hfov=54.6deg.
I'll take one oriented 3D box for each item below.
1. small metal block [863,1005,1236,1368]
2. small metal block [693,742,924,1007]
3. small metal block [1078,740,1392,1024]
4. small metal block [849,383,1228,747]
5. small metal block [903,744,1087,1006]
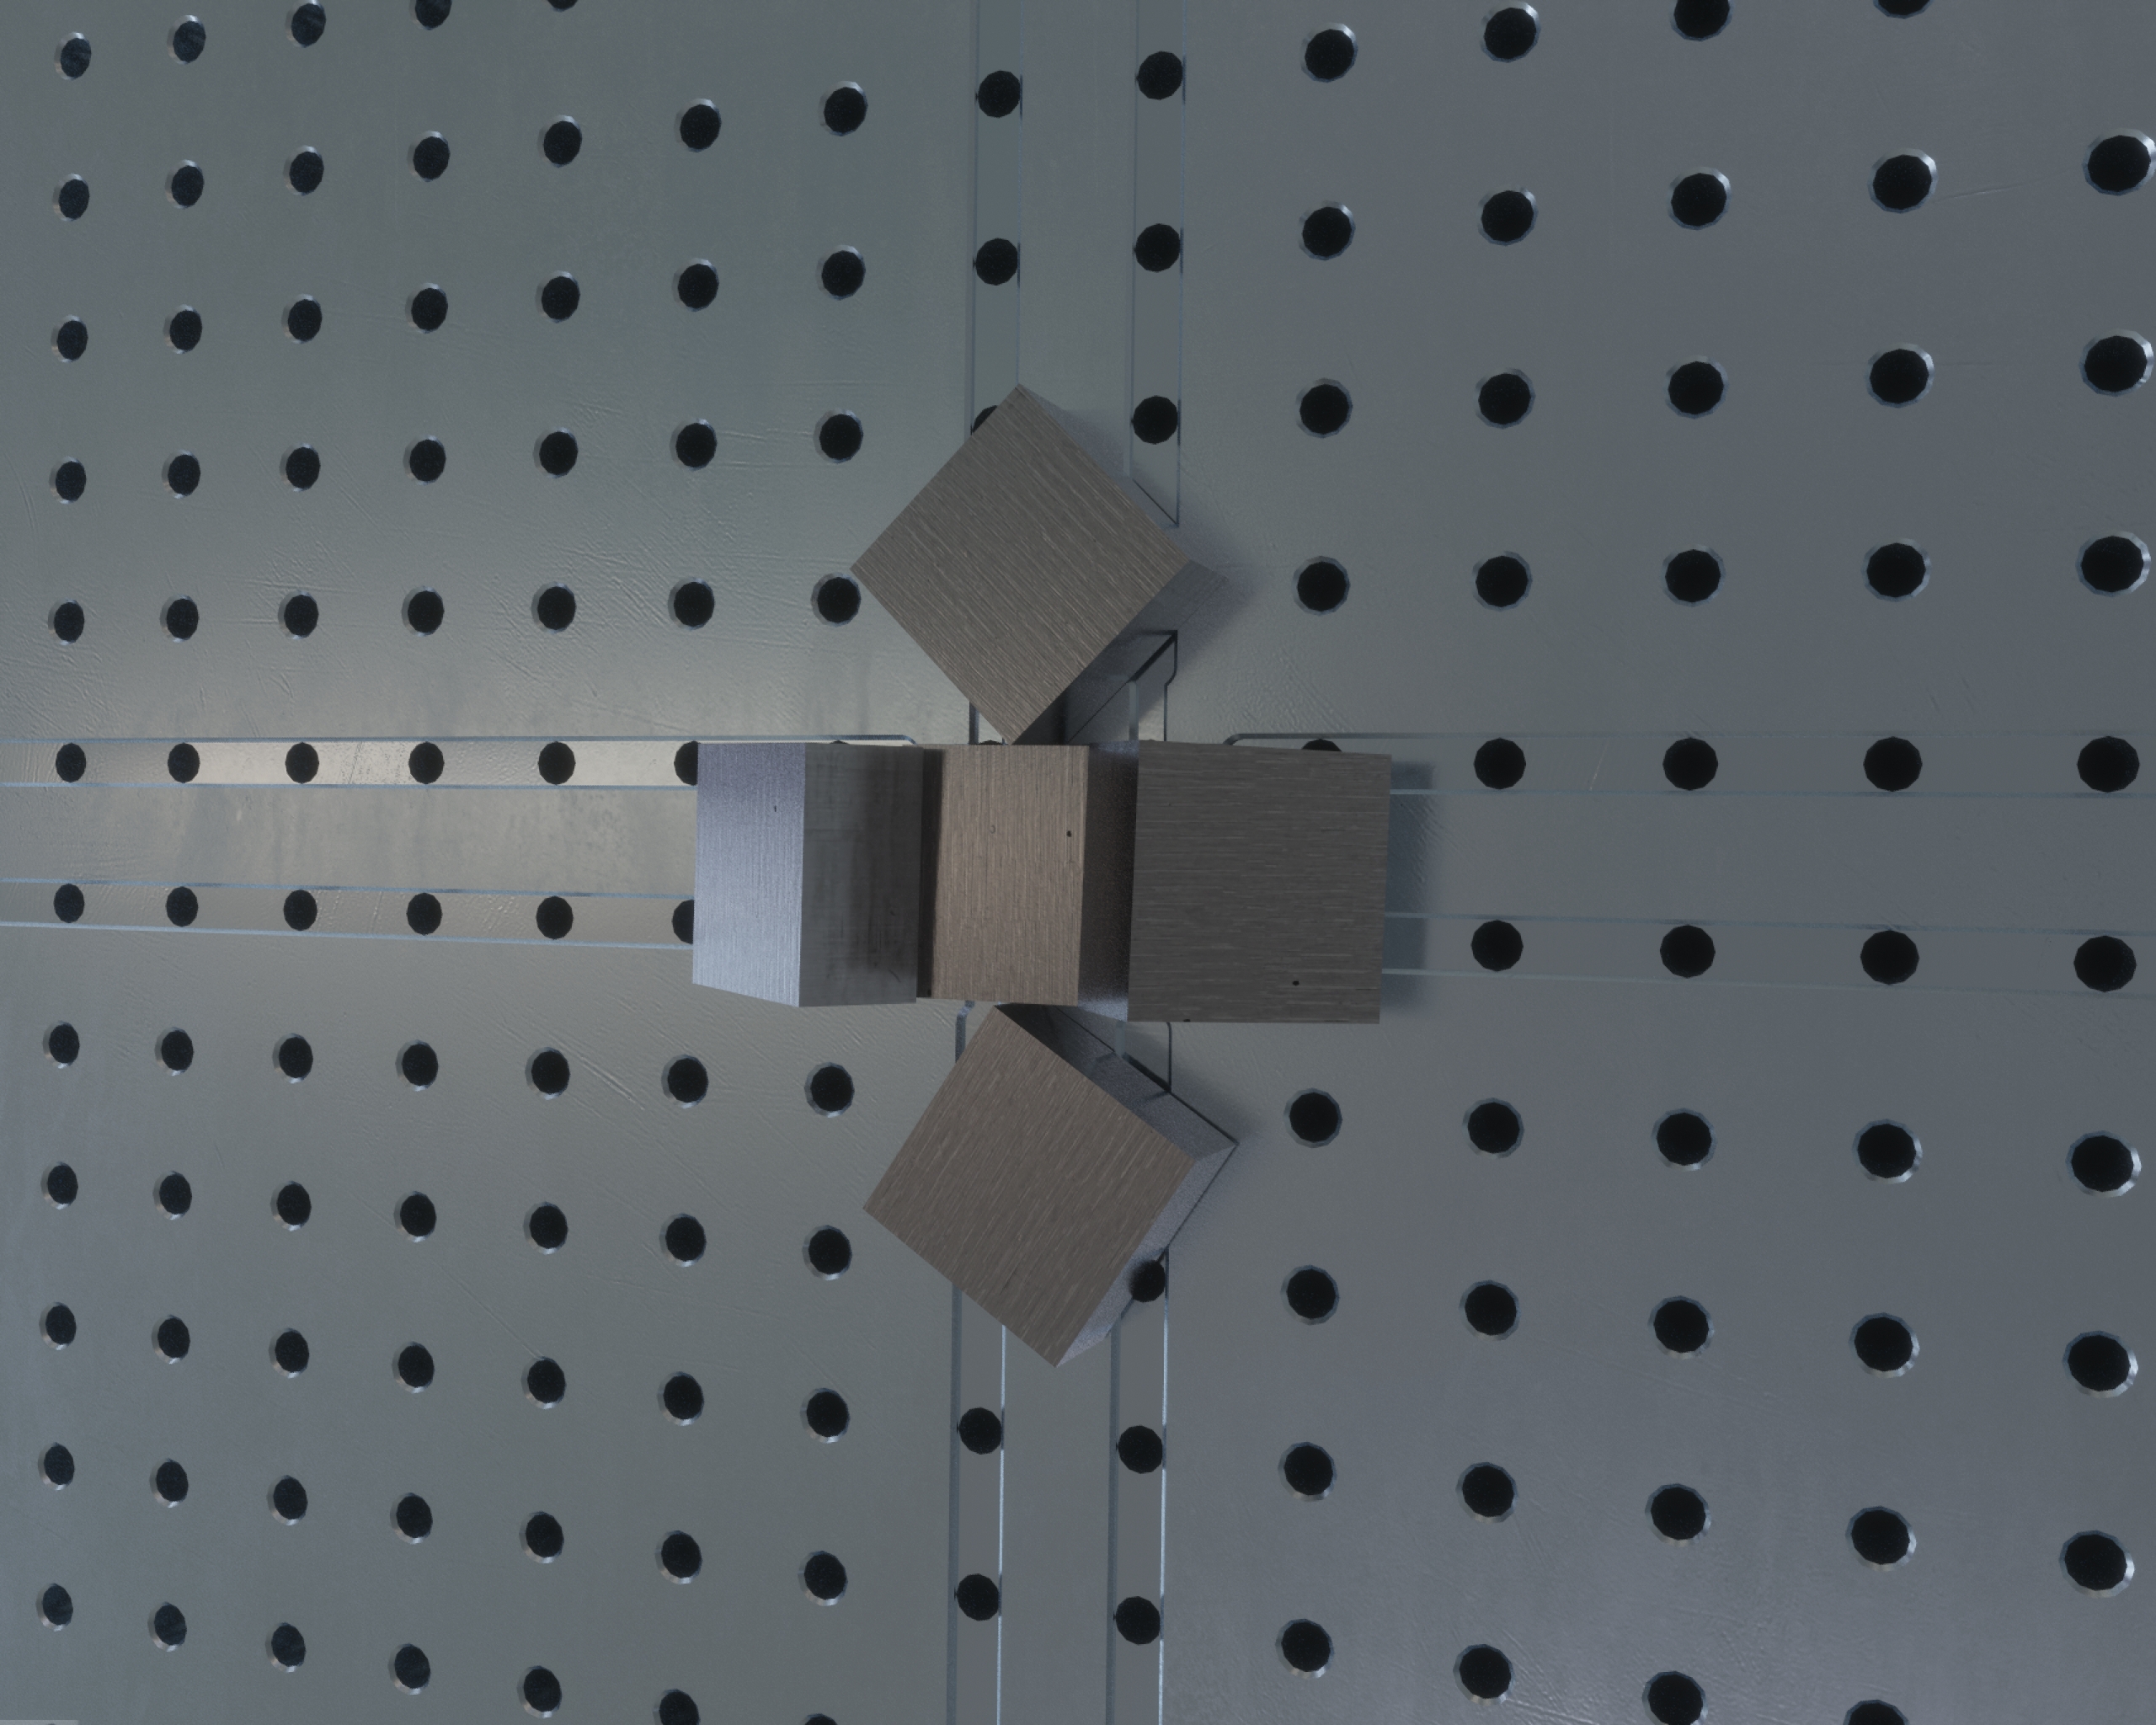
[{"bbox_3d":[-0.006,0.062,0.414,0.050,0.025,0.050,36,102,18],"label":"small metal block"},{"bbox_3d":[-0.055,0.001,0.419,0.050,0.025,0.050,4,93,56],"label":"small metal block"},{"bbox_3d":[0.029,0.004,0.388,0.050,0.025,0.050,2,91,-21],"label":"small metal block"},{"bbox_3d":[-0.008,-0.058,0.416,0.050,0.025,0.050,-45,75,14],"label":"small metal block"},{"bbox_3d":[-0.007,0.002,0.415,0.050,0.025,0.050,2,90,20],"label":"small metal block"}]
